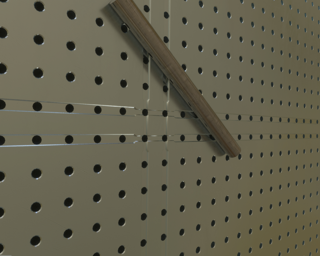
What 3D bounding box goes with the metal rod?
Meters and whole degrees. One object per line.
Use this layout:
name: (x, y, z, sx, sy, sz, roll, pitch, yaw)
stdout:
metal rod: (0.037, -0.058, 0.441, 0.300, 0.025, 0.025, 48, 61, -29)
